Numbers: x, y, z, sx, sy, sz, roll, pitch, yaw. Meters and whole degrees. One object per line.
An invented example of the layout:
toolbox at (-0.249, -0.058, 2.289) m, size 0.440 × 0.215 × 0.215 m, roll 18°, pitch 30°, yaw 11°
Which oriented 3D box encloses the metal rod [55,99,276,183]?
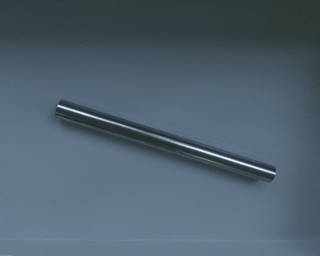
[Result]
metal rod at (0.013, 0.020, 0.417) m, size 0.302 × 0.025 × 0.025 m, roll 17°, pitch 109°, yaw -7°
